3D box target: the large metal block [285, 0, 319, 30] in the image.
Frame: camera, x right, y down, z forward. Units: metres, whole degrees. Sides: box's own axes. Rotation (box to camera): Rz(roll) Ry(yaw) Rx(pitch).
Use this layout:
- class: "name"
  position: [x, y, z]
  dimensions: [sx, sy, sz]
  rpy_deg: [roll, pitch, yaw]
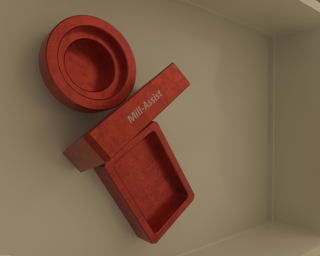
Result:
- class: "large metal block"
  position: [0.322, -0.244, 0.647]
  dimensions: [0.081, 0.080, 0.050]
  rpy_deg: [-22, 104, -38]

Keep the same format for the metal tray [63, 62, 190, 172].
- class: "metal tray"
  position: [-0.036, -0.011, 0.332]
  dimensions: [0.030, 0.090, 0.131]
  rpy_deg: [51, 59, -9]

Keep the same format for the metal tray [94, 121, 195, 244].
- class: "metal tray"
  position: [-0.016, 0.067, 0.392]
  dimensions: [0.090, 0.030, 0.129]
  rpy_deg: [-41, 115, -32]

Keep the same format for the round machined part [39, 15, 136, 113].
- class: "round machined part"
  position: [-0.078, -0.064, 0.327]
  dimensions: [0.099, 0.042, 0.097]
  rpy_deg: [6, 80, -37]
